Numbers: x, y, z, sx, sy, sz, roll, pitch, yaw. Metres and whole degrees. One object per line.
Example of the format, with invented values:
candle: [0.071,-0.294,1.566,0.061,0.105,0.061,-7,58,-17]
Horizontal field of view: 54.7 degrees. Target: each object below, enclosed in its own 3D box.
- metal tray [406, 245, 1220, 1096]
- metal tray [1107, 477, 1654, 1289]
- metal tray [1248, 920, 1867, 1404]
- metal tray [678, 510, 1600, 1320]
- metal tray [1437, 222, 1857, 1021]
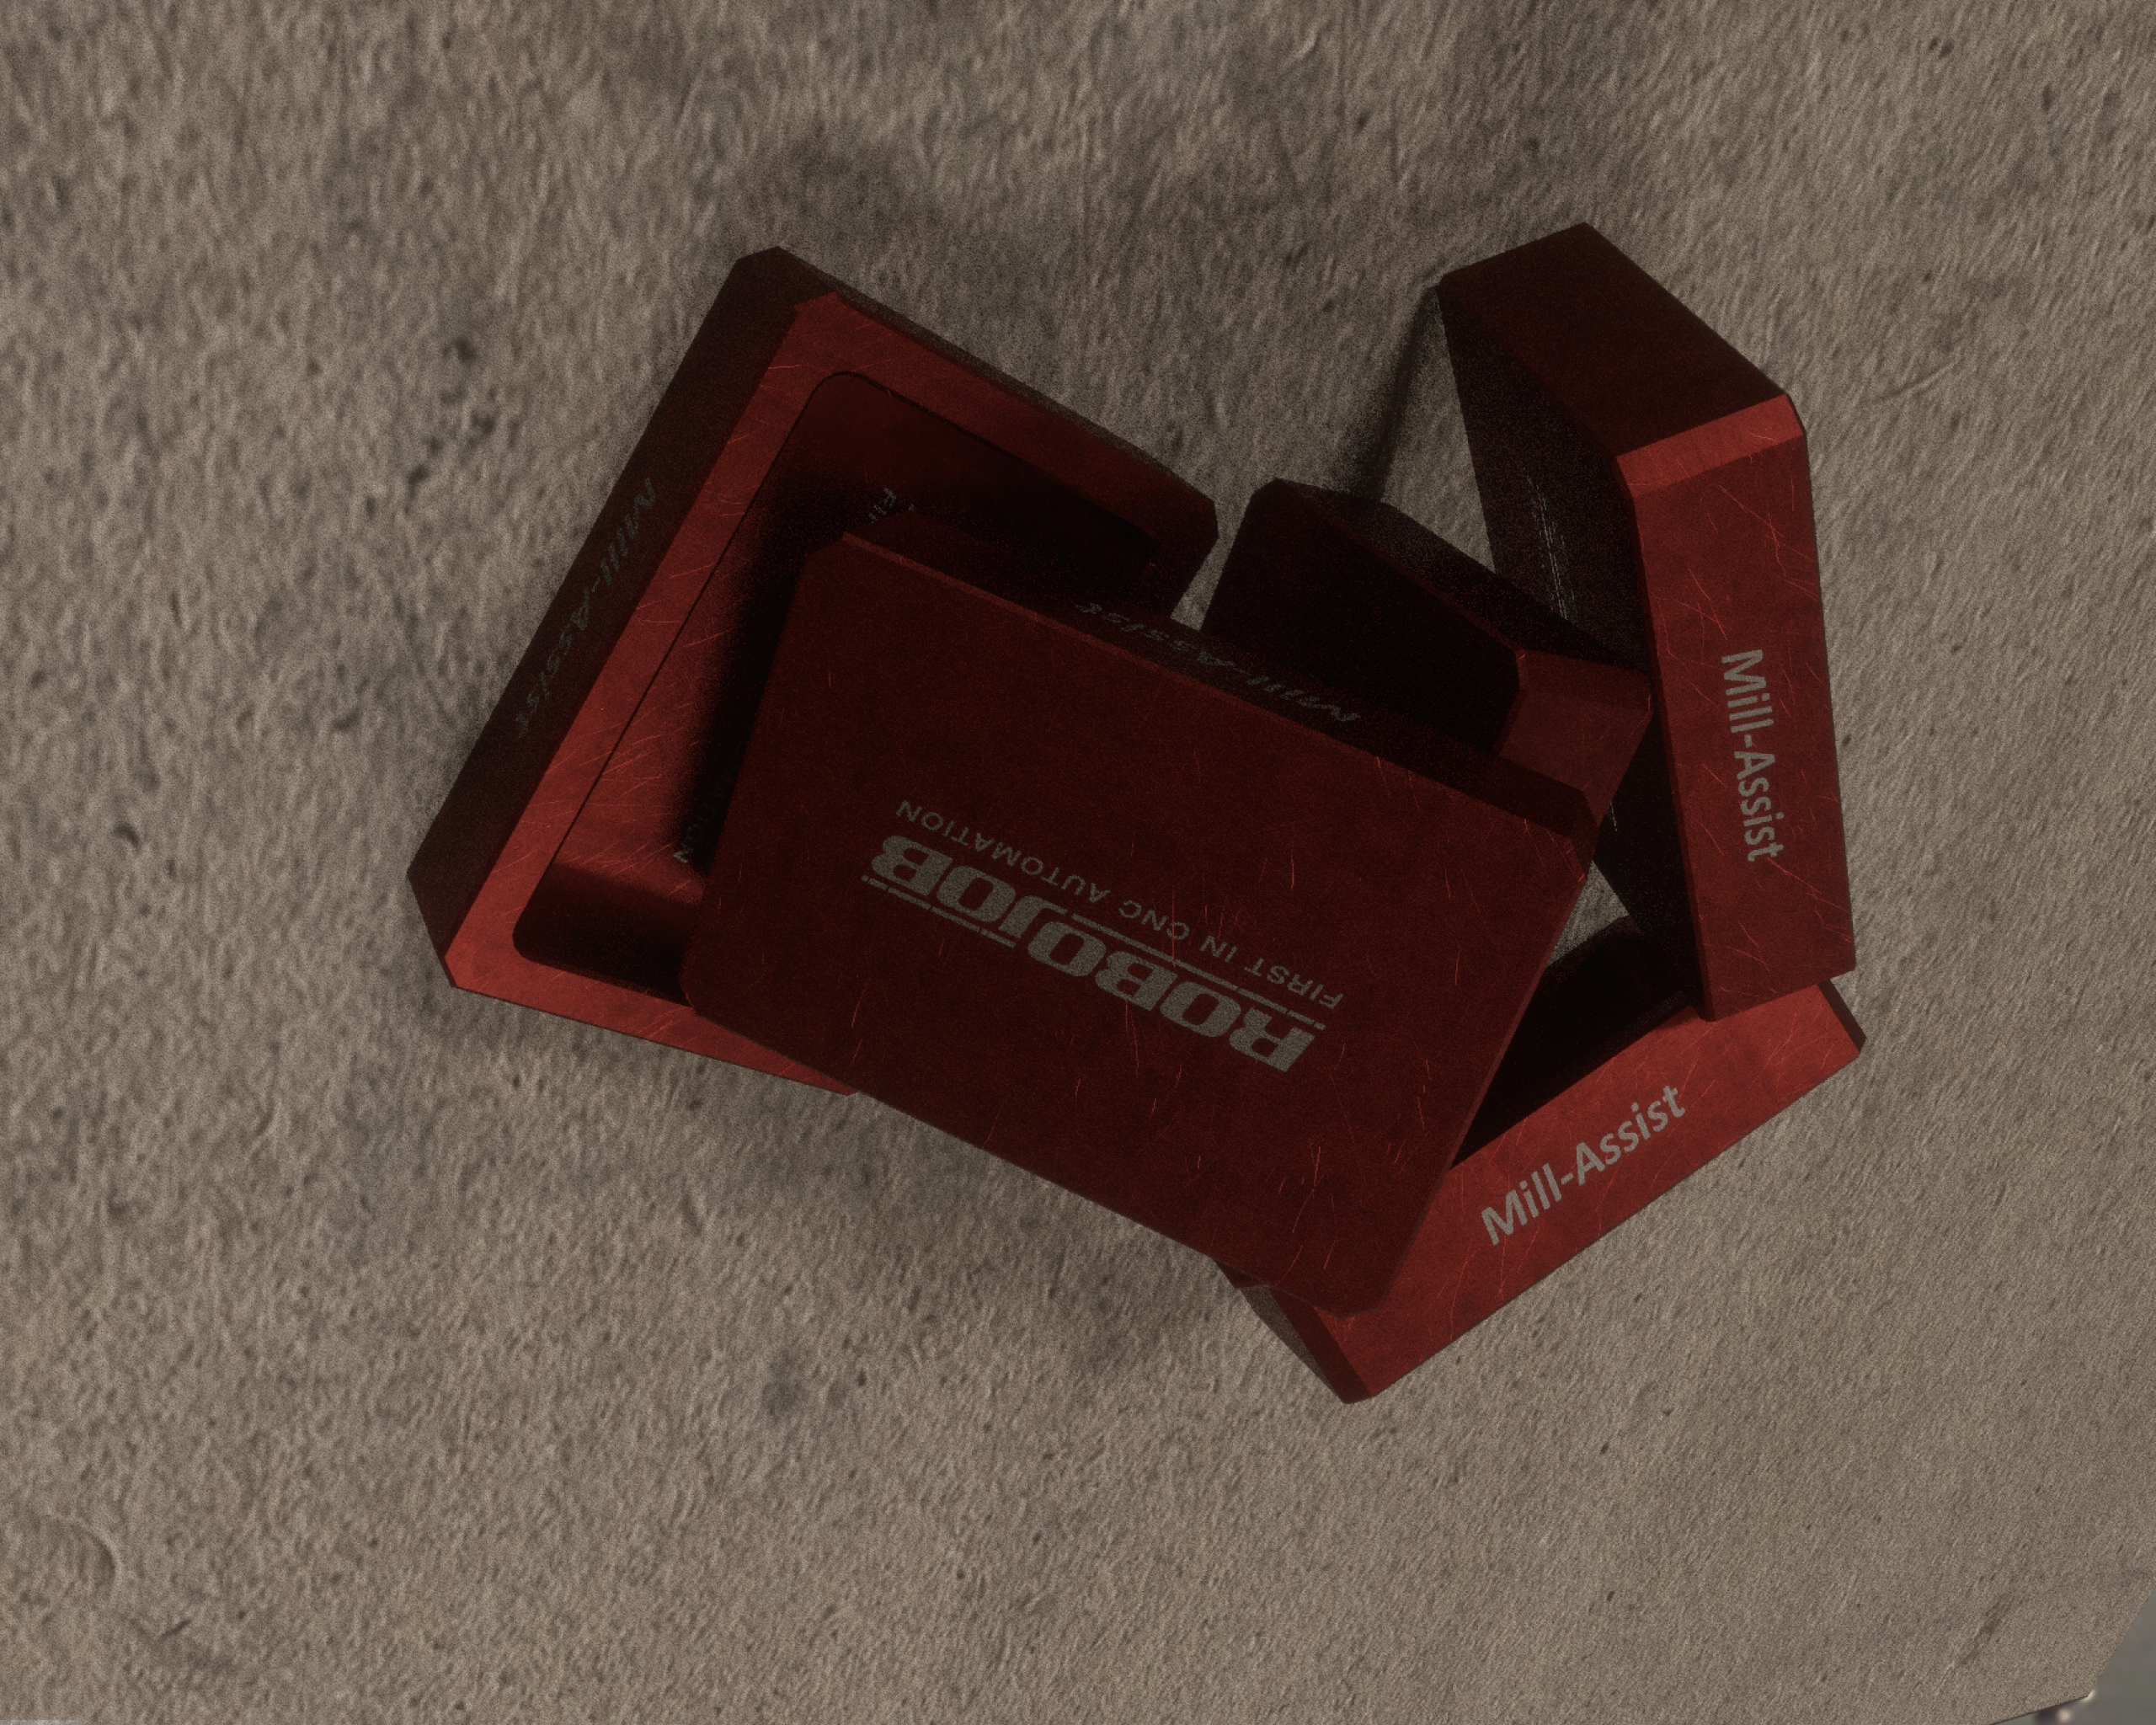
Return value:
metal tray: [-0.046,-0.028,0.364,0.091,0.030,0.129,22,107,-37]
metal tray: [0.045,0.004,0.395,0.030,0.090,0.129,7,116,-32]
metal tray: [0.094,0.059,0.456,0.130,0.090,0.030,-33,94,-7]
metal tray: [0.007,0.007,0.345,0.130,0.030,0.089,24,112,9]
metal tray: [0.109,-0.044,0.397,0.030,0.090,0.129,-21,128,1]
